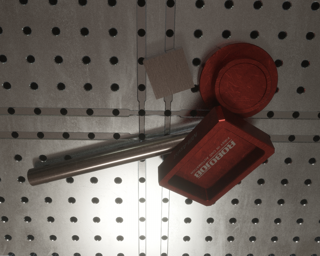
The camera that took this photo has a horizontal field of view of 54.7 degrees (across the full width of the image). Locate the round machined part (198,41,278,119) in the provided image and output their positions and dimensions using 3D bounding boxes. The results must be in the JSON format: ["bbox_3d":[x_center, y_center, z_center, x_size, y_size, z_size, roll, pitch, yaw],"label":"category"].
[{"bbox_3d":[0.098,-0.056,0.385,0.099,0.042,0.097,0,110,-1],"label":"round machined part"}]

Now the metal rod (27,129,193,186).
[{"bbox_3d":[-0.034,0.033,0.425,0.301,0.025,0.025,-14,110,4],"label":"metal rod"}]

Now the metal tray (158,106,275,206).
[{"bbox_3d":[0.069,0.042,0.403,0.090,0.030,0.129,28,121,-21],"label":"metal tray"}]

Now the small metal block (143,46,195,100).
[{"bbox_3d":[0.011,-0.069,0.388,0.050,0.025,0.050,-18,109,6],"label":"small metal block"}]
